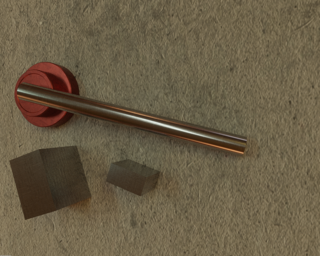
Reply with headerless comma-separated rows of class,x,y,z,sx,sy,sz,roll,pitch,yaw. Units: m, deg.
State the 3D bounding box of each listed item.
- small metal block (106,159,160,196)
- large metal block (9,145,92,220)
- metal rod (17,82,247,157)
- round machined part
small metal block,-0.034,0.064,0.407,0.050,0.050,0.025,19,97,18
large metal block,-0.149,0.072,0.431,0.050,0.080,0.080,-20,84,19
metal rod,-0.043,-0.014,0.398,0.301,0.025,0.025,14,95,9
round machined part,-0.174,-0.050,0.460,0.098,0.042,0.097,0,90,19
